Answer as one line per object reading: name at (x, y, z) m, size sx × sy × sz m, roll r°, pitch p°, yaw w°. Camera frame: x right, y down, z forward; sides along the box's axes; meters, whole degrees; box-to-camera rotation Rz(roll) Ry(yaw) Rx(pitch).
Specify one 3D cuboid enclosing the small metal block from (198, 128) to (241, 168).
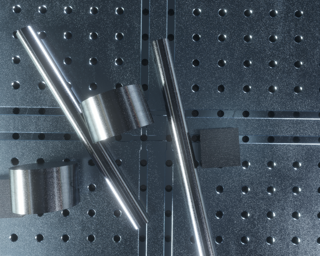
small metal block at (0.078, 0.026, 0.414) m, size 0.050 × 0.025 × 0.050 m, roll -4°, pitch 90°, yaw 0°

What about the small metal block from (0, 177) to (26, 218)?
small metal block at (-0.204, 0.091, 0.412) m, size 0.050 × 0.025 × 0.050 m, roll -2°, pitch 90°, yaw 0°

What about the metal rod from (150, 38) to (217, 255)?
metal rod at (0.032, 0.031, 0.413) m, size 0.025 × 0.025 × 0.298 m, roll -13°, pitch 90°, yaw 0°

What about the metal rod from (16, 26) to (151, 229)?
metal rod at (-0.101, 0.000, 0.412) m, size 0.025 × 0.025 × 0.299 m, roll -31°, pitch 90°, yaw 0°

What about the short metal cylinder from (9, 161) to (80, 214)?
short metal cylinder at (-0.142, 0.071, 0.385) m, size 0.081 × 0.080 × 0.050 m, roll -3°, pitch 90°, yaw 0°

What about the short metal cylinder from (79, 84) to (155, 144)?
short metal cylinder at (-0.053, -0.017, 0.385) m, size 0.080 × 0.080 × 0.050 m, roll -19°, pitch 90°, yaw 0°
